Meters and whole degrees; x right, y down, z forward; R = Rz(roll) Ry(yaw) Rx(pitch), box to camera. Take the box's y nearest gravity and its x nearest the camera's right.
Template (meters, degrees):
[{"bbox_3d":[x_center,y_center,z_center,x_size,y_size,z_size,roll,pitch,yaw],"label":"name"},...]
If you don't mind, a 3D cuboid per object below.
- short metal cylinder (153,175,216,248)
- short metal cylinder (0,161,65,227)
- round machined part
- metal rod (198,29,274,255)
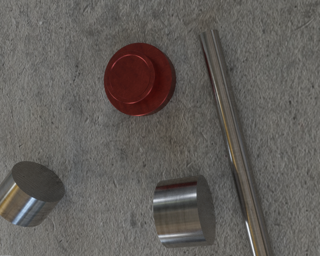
[{"bbox_3d":[0.031,0.099,0.368,0.050,0.080,0.080,-12,86,19],"label":"short metal cylinder"},{"bbox_3d":[-0.186,0.093,0.444,0.080,0.080,0.050,43,103,14],"label":"short metal cylinder"},{"bbox_3d":[-0.032,-0.065,0.410,0.098,0.042,0.097,0,90,19],"label":"round machined part"},{"bbox_3d":[0.093,0.027,0.375,0.025,0.025,0.298,-14,85,19],"label":"metal rod"}]
